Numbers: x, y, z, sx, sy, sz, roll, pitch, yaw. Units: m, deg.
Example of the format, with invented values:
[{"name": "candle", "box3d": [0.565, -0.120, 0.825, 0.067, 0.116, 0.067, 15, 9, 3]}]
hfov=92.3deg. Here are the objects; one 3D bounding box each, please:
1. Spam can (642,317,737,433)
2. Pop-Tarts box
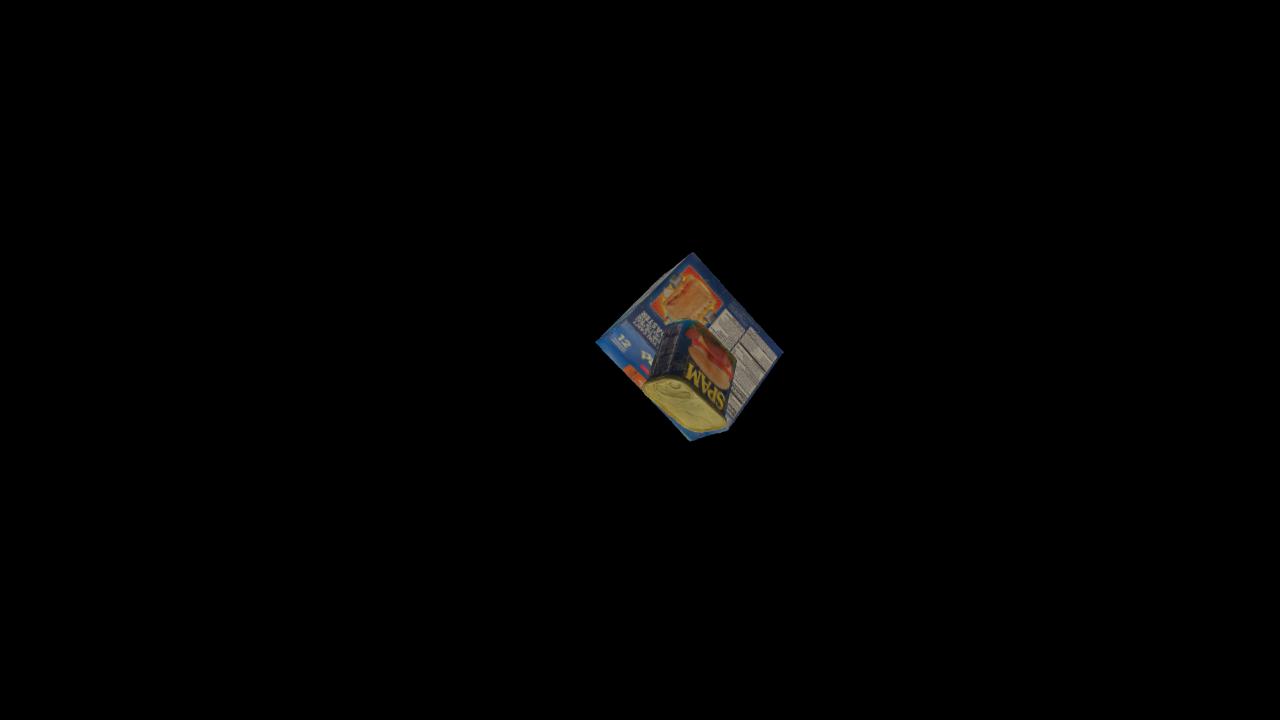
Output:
[{"name": "Spam can", "box3d": [0.057, 0.016, 0.671, 0.058, 0.085, 0.101, -15, -45, 40]}, {"name": "Pop-Tarts box", "box3d": [0.060, -0.015, 0.727, 0.141, 0.167, 0.083, -48, 8, -33]}]
